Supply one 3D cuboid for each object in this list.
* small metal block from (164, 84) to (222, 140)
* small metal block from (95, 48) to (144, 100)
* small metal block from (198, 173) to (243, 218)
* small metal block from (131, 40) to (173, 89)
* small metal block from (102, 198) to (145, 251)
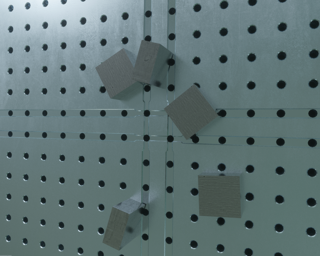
[{"bbox_3d":[0.042,-0.020,0.398,0.050,0.025,0.050,-39,78,16],"label":"small metal block"},{"bbox_3d":[-0.054,-0.074,0.432,0.050,0.025,0.050,-30,80,17],"label":"small metal block"},{"bbox_3d":[0.076,0.082,0.386,0.050,0.025,0.050,-2,89,20],"label":"small metal block"},{"bbox_3d":[-0.009,-0.081,0.403,0.025,0.050,0.050,18,96,19],"label":"small metal block"},{"bbox_3d":[-0.047,0.128,0.417,0.025,0.050,0.050,18,96,19],"label":"small metal block"}]
